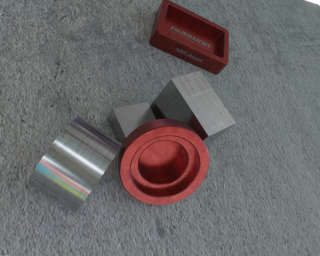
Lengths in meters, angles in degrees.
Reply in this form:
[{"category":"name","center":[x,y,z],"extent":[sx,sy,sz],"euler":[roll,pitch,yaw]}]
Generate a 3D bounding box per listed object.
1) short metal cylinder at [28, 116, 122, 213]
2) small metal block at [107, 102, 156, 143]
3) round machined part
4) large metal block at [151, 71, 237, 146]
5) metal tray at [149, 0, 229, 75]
[{"category":"short metal cylinder","center":[-0.081,0.035,0.304],"extent":[0.050,0.080,0.080],"euler":[35,51,-6]},{"category":"small metal block","center":[-0.031,-0.001,0.388],"extent":[0.050,0.025,0.050],"euler":[-14,69,-34]},{"category":"round machined part","center":[0.002,0.034,0.350],"extent":[0.099,0.097,0.042],"euler":[17,18,-19]},{"category":"large metal block","center":[0.035,-0.013,0.395],"extent":[0.050,0.080,0.080],"euler":[-22,74,-36]},{"category":"metal tray","center":[0.053,-0.153,0.522],"extent":[0.131,0.030,0.090],"euler":[20,54,-16]}]
